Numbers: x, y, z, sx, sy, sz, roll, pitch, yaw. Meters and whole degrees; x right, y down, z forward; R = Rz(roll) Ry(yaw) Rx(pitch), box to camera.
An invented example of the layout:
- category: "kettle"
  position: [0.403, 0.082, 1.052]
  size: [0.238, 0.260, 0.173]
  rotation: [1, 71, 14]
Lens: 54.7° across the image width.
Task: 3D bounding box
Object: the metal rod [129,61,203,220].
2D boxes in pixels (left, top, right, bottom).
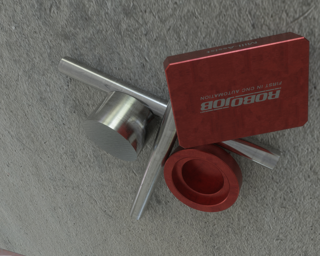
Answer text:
- category: "metal rod"
  position: [-0.003, 0.041, 0.412]
  size: [0.025, 0.025, 0.298]
  rotation: [29, 135, 9]

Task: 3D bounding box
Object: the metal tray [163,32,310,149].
- category: "metal tray"
  position: [0.076, -0.036, 0.307]
  size: [0.131, 0.030, 0.089]
  rotation: [-11, 116, 2]

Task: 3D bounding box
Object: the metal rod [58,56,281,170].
- category: "metal rod"
  position: [0.002, -0.024, 0.393]
  size: [0.301, 0.025, 0.025]
  rotation: [25, 127, 12]

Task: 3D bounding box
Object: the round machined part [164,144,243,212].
- category: "round machined part"
  position: [0.058, 0.058, 0.403]
  size: [0.098, 0.042, 0.097]
  rotation: [13, 124, 21]

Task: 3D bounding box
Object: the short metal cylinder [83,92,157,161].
- category: "short metal cylinder"
  position: [-0.051, -0.001, 0.402]
  size: [0.080, 0.050, 0.080]
  rotation: [25, 151, 15]
